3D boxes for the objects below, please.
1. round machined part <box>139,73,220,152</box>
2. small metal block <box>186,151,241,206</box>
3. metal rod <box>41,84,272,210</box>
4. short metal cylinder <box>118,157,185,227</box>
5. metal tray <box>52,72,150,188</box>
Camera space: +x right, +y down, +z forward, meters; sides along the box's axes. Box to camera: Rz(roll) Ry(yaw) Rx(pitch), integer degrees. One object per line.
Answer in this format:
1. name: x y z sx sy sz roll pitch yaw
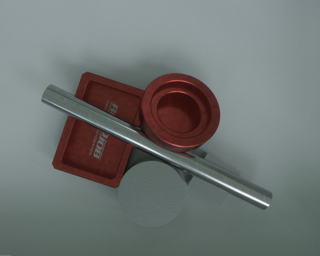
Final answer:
1. round machined part: 0.022 -0.016 0.389 0.099 0.042 0.098 5 67 -12
2. small metal block: 0.070 0.066 0.411 0.050 0.025 0.050 32 90 -1
3. metal rod: -0.001 0.025 0.381 0.301 0.025 0.025 26 90 -3
4. short metal cylinder: -0.010 0.079 0.397 0.081 0.050 0.079 0 90 -1
5. metal tray: -0.074 0.002 0.405 0.090 0.030 0.129 19 90 -1
